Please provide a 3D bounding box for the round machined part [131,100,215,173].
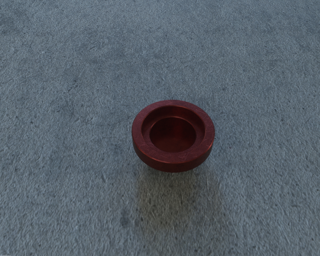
[{"bbox_3d":[0.015,0.014,0.382,0.099,0.042,0.098,0,50,0],"label":"round machined part"}]
